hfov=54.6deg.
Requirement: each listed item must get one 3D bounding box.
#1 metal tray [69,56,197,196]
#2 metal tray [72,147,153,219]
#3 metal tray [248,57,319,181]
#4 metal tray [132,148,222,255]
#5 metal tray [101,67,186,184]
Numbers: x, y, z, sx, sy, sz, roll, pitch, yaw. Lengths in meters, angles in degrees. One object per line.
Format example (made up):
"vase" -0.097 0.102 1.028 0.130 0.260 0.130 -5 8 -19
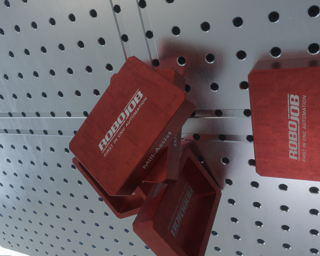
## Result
"metal tray" -0.033 -0.002 0.340 0.090 0.030 0.130 40 98 29
"metal tray" -0.069 0.080 0.493 0.090 0.030 0.130 -28 104 37
"metal tray" 0.146 -0.006 0.327 0.090 0.030 0.129 1 119 27
"metal tray" 0.028 0.098 0.383 0.030 0.130 0.090 -24 112 37
"metal tray" -0.021 -0.002 0.369 0.090 0.030 0.129 -1 78 28
